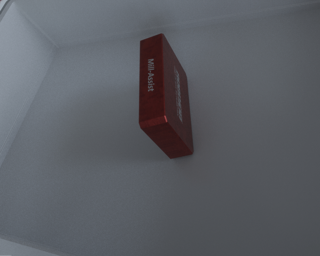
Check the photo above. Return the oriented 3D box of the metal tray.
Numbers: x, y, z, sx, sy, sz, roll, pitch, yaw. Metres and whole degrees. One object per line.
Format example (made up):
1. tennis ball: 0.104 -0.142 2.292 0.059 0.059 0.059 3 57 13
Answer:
1. metal tray: 0.008 -0.039 0.381 0.030 0.090 0.130 -14 56 19
